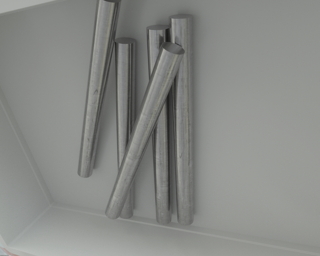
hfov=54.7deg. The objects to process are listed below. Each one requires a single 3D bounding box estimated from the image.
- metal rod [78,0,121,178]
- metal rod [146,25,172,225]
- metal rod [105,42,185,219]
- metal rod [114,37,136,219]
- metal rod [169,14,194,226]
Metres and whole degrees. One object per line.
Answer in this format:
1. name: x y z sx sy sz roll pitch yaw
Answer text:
1. metal rod: -0.089 -0.031 0.422 0.025 0.025 0.298 28 132 10
2. metal rod: 0.002 0.017 0.417 0.025 0.025 0.298 12 124 22
3. metal rod: -0.031 0.027 0.408 0.025 0.025 0.298 30 128 9
4. metal rod: -0.050 0.021 0.447 0.025 0.025 0.298 16 125 19
5. metal rod: 0.030 0.012 0.399 0.025 0.025 0.298 10 123 23
